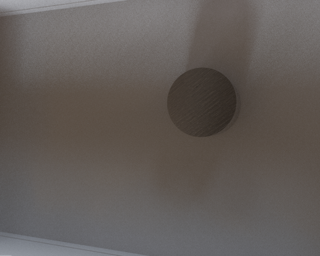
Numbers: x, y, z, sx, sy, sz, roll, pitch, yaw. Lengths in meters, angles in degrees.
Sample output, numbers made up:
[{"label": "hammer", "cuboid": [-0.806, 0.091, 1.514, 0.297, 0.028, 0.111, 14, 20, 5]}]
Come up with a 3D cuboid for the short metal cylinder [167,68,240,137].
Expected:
[{"label": "short metal cylinder", "cuboid": [0.055, -0.029, 0.377, 0.080, 0.050, 0.079, 0, 90, 19]}]
